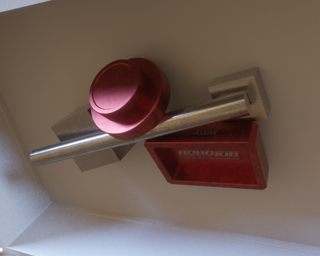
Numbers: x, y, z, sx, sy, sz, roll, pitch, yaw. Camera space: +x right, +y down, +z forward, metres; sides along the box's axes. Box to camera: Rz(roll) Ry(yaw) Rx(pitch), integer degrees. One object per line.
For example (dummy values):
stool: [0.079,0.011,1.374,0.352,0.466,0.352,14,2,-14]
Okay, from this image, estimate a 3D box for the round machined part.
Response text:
round machined part: [-0.041,-0.039,0.353,0.098,0.098,0.042,-4,157,30]

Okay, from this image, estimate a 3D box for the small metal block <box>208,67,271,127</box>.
small metal block: [0.088,-0.033,0.339,0.050,0.025,0.050,-12,113,33]

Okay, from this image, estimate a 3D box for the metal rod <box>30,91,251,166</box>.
metal rod: [-0.043,0.008,0.375,0.300,0.025,0.025,-14,111,26]

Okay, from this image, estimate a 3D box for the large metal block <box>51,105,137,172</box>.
large metal block: [-0.093,0.009,0.442,0.080,0.050,0.080,-19,109,35]

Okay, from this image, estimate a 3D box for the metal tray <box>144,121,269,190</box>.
metal tray: [0.057,0.035,0.376,0.130,0.030,0.090,-2,137,28]
